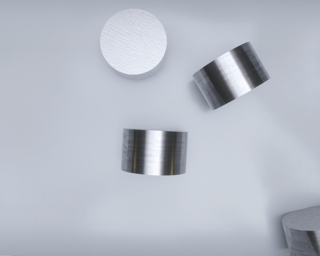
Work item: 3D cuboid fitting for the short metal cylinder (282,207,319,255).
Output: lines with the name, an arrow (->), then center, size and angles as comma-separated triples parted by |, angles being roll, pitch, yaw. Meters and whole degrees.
short metal cylinder -> 0.200, 0.136, 0.385 | 0.080, 0.080, 0.050 | -13, 90, 0

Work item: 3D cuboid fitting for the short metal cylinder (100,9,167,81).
short metal cylinder -> -0.032, -0.104, 0.398 | 0.081, 0.050, 0.080 | 0, 90, 0

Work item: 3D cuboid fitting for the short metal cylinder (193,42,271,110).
short metal cylinder -> 0.087, -0.063, 0.384 | 0.080, 0.080, 0.050 | -30, 90, 0

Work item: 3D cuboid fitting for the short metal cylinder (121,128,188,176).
short metal cylinder -> -0.007, 0.027, 0.384 | 0.080, 0.080, 0.050 | 3, 90, 0
